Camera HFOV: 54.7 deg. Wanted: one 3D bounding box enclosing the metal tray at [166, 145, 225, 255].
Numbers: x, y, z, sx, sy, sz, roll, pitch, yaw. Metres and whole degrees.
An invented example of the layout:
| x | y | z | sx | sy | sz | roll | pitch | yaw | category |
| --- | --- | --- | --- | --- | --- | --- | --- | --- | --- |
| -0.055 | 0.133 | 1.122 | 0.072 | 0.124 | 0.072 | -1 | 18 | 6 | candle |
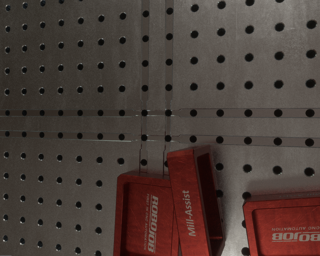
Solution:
| x | y | z | sx | sy | sz | roll | pitch | yaw | category |
| --- | --- | --- | --- | --- | --- | --- | --- | --- | --- |
| 0.045 | 0.088 | 0.361 | 0.030 | 0.090 | 0.129 | -10 | 87 | 19 | metal tray |

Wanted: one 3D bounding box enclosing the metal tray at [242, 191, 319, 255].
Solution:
| x | y | z | sx | sy | sz | roll | pitch | yaw | category |
| --- | --- | --- | --- | --- | --- | --- | --- | --- | --- |
| 0.167 | 0.121 | 0.351 | 0.130 | 0.030 | 0.089 | -9 | 87 | 19 | metal tray |

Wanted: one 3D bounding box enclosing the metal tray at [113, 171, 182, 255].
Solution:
| x | y | z | sx | sy | sz | roll | pitch | yaw | category |
| --- | --- | --- | --- | --- | --- | --- | --- | --- | --- |
| -0.013 | 0.128 | 0.413 | 0.090 | 0.030 | 0.129 | 4 | 91 | 19 | metal tray |
